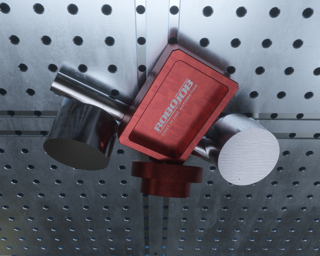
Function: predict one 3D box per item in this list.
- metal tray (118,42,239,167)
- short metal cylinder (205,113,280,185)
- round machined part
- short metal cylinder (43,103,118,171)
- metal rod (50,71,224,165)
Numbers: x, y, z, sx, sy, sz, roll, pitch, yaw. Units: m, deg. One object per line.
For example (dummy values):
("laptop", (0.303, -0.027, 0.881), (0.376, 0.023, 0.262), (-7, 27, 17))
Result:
("metal tray", (0.019, -0.023, 0.370), (0.090, 0.030, 0.129), (25, 112, -20))
("short metal cylinder", (0.105, 0.027, 0.403), (0.081, 0.050, 0.079), (-4, 114, -10))
("round machined part", (0.009, 0.071, 0.425), (0.099, 0.042, 0.098), (6, 173, 1))
("short metal cylinder", (-0.097, 0.013, 0.390), (0.080, 0.050, 0.080), (8, 147, 5))
("metal rod", (0.004, 0.005, 0.415), (0.302, 0.025, 0.025), (25, 126, -20))
